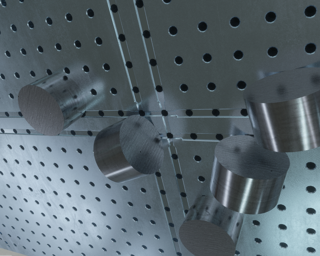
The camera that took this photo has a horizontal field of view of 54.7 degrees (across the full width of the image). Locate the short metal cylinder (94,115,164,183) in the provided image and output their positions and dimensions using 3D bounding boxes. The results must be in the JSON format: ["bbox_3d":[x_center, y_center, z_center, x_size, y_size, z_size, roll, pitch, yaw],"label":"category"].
[{"bbox_3d":[-0.040,0.028,0.413,0.050,0.080,0.080,-23,106,36],"label":"short metal cylinder"}]

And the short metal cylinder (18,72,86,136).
[{"bbox_3d":[-0.157,-0.035,0.454,0.080,0.050,0.079,13,124,20],"label":"short metal cylinder"}]

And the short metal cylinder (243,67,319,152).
[{"bbox_3d":[0.126,-0.019,0.297,0.080,0.080,0.050,-8,114,31],"label":"short metal cylinder"}]

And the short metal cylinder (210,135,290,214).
[{"bbox_3d":[0.100,0.051,0.354,0.080,0.080,0.050,15,124,19],"label":"short metal cylinder"}]

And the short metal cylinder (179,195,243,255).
[{"bbox_3d":[0.074,0.144,0.445,0.080,0.050,0.079,13,124,20],"label":"short metal cylinder"}]
